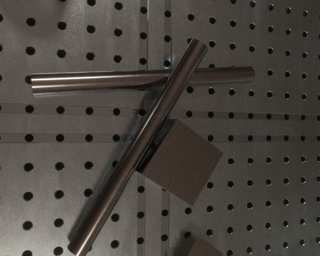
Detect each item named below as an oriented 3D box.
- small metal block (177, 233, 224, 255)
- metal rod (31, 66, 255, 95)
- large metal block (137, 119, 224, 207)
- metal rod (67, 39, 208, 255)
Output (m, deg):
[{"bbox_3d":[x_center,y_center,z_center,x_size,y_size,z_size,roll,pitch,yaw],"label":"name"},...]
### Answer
[{"bbox_3d":[0.053,0.185,0.434,0.050,0.025,0.050,33,79,-18],"label":"small metal block"},{"bbox_3d":[-0.007,-0.065,0.410,0.303,0.025,0.025,-6,92,-20],"label":"metal rod"},{"bbox_3d":[0.022,0.043,0.409,0.080,0.050,0.080,36,78,-17],"label":"large metal block"},{"bbox_3d":[-0.025,0.021,0.387,0.025,0.025,0.299,32,85,-18],"label":"metal rod"}]
